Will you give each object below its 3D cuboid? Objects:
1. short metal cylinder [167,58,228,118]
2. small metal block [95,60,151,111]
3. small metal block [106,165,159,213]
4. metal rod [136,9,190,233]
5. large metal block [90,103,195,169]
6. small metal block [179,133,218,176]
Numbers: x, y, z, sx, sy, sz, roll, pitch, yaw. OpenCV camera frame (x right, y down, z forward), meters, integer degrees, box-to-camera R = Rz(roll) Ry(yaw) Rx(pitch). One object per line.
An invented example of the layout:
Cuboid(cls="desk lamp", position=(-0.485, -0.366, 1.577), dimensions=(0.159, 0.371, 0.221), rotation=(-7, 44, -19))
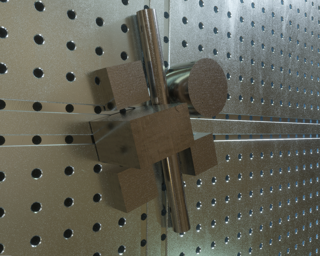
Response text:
Cuboid(cls="short metal cylinder", position=(0.050, -0.055, 0.436), dimensions=(0.081, 0.050, 0.079), rotation=(0, 90, -40))
Cuboid(cls="small metal block", position=(-0.044, -0.051, 0.374), dimensions=(0.050, 0.025, 0.050), rotation=(-22, 104, -38))
Cuboid(cls="small metal block", position=(-0.033, 0.069, 0.383), dimensions=(0.050, 0.025, 0.050), rotation=(-20, 103, -38))
Cuboid(cls="metal rod", position=(0.006, -0.003, 0.416), dimensions=(0.025, 0.025, 0.298), rotation=(-16, 100, -39))
Cuboid(cls="large metal block", position=(-0.020, 0.006, 0.356), dimensions=(0.081, 0.080, 0.050), rotation=(-20, 103, -39))
Cuboid(cls="small metal block", position=(0.056, 0.037, 0.459), dimensions=(0.050, 0.025, 0.050), rotation=(-19, 102, -39))
